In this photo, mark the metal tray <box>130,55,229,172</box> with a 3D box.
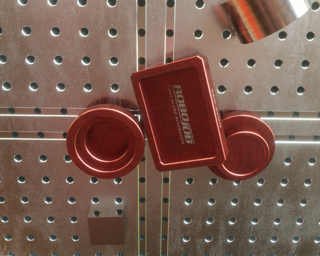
[{"bbox_3d":[0.025,-0.016,0.381,0.090,0.030,0.129,-11,101,21],"label":"metal tray"}]

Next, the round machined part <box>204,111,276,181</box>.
[{"bbox_3d":[0.107,0.029,0.417,0.099,0.042,0.097,0,110,0],"label":"round machined part"}]

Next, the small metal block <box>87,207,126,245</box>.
[{"bbox_3d":[-0.079,0.148,0.467,0.050,0.025,0.050,-1,110,0],"label":"small metal block"}]

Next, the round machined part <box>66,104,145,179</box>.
[{"bbox_3d":[-0.069,0.014,0.409,0.099,0.042,0.097,0,110,-1],"label":"round machined part"}]

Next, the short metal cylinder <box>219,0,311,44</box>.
[{"bbox_3d":[0.112,-0.135,0.336,0.080,0.080,0.050,-31,107,10],"label":"short metal cylinder"}]
